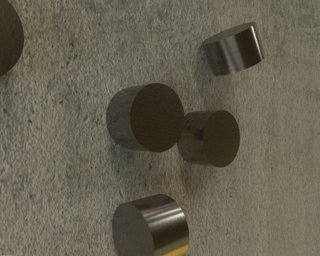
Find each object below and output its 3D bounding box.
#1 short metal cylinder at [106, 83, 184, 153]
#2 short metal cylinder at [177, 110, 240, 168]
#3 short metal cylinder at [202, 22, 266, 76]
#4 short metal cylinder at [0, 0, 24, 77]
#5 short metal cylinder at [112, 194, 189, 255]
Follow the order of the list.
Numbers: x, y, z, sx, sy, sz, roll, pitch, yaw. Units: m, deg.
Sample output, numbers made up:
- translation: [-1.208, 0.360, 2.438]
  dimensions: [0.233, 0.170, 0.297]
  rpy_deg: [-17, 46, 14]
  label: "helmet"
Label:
- translation: [-0.017, -0.012, 0.374]
  dimensions: [0.081, 0.050, 0.080]
  rpy_deg: [0, 90, -40]
  label: "short metal cylinder"
- translation: [0.070, 0.015, 0.447]
  dimensions: [0.081, 0.050, 0.080]
  rpy_deg: [0, 90, -40]
  label: "short metal cylinder"
- translation: [0.109, -0.117, 0.460]
  dimensions: [0.080, 0.080, 0.050]
  rpy_deg: [-37, 113, -34]
  label: "short metal cylinder"
- translation: [-0.161, -0.075, 0.253]
  dimensions: [0.081, 0.050, 0.080]
  rpy_deg: [0, 90, -40]
  label: "short metal cylinder"
- translation: [-0.012, 0.121, 0.359]
  dimensions: [0.050, 0.080, 0.079]
  rpy_deg: [-5, 93, -40]
  label: "short metal cylinder"
